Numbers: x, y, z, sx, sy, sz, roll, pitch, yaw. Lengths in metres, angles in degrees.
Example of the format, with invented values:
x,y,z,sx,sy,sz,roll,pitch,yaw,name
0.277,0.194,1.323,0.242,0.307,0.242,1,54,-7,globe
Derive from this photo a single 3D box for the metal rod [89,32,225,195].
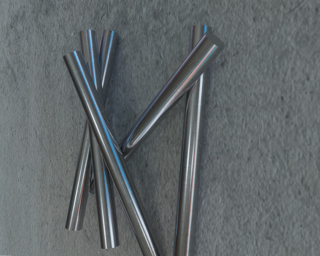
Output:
x,y,z,sx,sy,sz,roll,pitch,yaw,name
-0.023,0.002,0.401,0.298,0.025,0.025,-49,61,35,metal rod

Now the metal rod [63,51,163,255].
x,y,z,sx,sy,sz,roll,pitch,yaw,name
-0.059,0.043,0.406,0.025,0.025,0.299,-22,90,38,metal rod

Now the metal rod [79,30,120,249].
x,y,z,sx,sy,sz,roll,pitch,yaw,name
-0.085,0.010,0.429,0.025,0.025,0.298,-13,81,39,metal rod

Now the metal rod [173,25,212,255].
x,y,z,sx,sy,sz,roll,pitch,yaw,name
0.038,0.031,0.372,0.025,0.025,0.298,7,94,39,metal rod

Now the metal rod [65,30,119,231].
x,y,z,sx,sy,sz,roll,pitch,yaw,name
-0.102,0.003,0.464,0.025,0.025,0.298,11,90,39,metal rod
